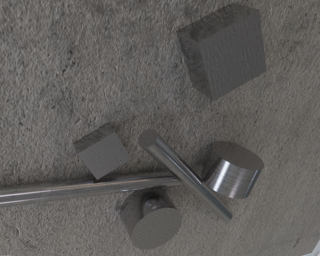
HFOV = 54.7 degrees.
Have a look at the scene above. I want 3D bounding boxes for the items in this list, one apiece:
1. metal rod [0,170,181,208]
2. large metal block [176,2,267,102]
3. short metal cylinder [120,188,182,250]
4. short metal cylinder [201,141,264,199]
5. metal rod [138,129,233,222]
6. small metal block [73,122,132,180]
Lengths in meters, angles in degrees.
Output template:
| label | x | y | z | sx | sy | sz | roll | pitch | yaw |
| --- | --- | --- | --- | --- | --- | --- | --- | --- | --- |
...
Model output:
| label | x | y | z | sx | sy | sz | roll | pitch | yaw |
| --- | --- | --- | --- | --- | --- | --- | --- | --- | --- |
| metal rod | -0.102 | 0.077 | 0.398 | 0.303 | 0.025 | 0.025 | -1 | 119 | -28 |
| large metal block | 0.076 | -0.092 | 0.375 | 0.080 | 0.050 | 0.080 | -30 | 129 | -9 |
| short metal cylinder | -0.014 | 0.134 | 0.466 | 0.081 | 0.050 | 0.079 | -14 | 124 | -21 |
| short metal cylinder | 0.109 | 0.062 | 0.469 | 0.081 | 0.080 | 0.050 | 4 | 116 | -31 |
| metal rod | 0.055 | 0.086 | 0.464 | 0.025 | 0.025 | 0.300 | -42 | 137 | 0 |
| small metal block | -0.071 | 0.029 | 0.386 | 0.050 | 0.025 | 0.050 | -31 | 129 | -8 |
